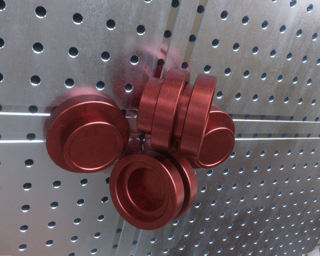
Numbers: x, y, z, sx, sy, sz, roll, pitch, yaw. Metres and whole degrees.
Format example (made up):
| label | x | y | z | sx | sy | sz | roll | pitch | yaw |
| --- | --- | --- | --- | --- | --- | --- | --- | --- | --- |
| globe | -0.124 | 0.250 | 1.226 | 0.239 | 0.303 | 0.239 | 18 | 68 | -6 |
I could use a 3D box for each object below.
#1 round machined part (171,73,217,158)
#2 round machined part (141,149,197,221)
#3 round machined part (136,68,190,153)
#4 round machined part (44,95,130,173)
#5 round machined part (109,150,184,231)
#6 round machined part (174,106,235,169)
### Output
| label | x | y | z | sx | sy | sz | roll | pitch | yaw |
| --- | --- | --- | --- | --- | --- | --- | --- | --- | --- |
| round machined part | 0.035 | -0.017 | 0.363 | 0.042 | 0.098 | 0.097 | 14 | 118 | 10 |
| round machined part | 0.006 | 0.074 | 0.424 | 0.042 | 0.098 | 0.097 | -14 | 131 | -60 |
| round machined part | 0.003 | -0.023 | 0.366 | 0.042 | 0.098 | 0.097 | 14 | 118 | 10 |
| round machined part | -0.081 | 0.014 | 0.363 | 0.099 | 0.042 | 0.097 | -14 | 124 | -21 |
| round machined part | -0.013 | 0.076 | 0.397 | 0.042 | 0.098 | 0.097 | -15 | 132 | -60 |
| round machined part | 0.069 | 0.020 | 0.449 | 0.099 | 0.042 | 0.097 | -14 | 124 | -21 |
